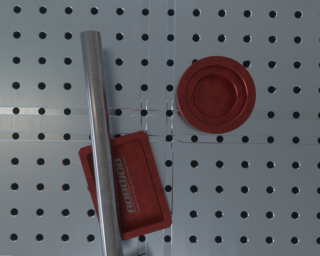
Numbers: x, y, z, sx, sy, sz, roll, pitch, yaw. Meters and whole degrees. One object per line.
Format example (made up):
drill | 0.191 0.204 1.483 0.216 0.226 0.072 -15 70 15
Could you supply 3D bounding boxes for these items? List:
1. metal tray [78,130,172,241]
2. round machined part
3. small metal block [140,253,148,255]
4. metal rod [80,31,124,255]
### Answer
metal tray | -0.044 0.076 0.410 0.090 0.030 0.129 -16 90 0
round machined part | 0.071 -0.041 0.405 0.099 0.042 0.097 0 90 0
small metal block | -0.031 0.205 0.413 0.050 0.025 0.050 -24 90 0
metal rod | -0.071 0.032 0.382 0.025 0.025 0.298 -6 90 0
